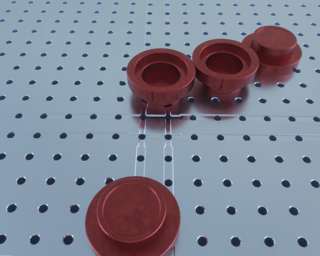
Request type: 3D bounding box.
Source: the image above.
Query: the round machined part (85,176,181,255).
[{"bbox_3d":[-0.028,0.091,0.320,0.099,0.042,0.098,0,50,0],"label":"round machined part"}]

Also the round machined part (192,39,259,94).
[{"bbox_3d":[0.097,-0.091,0.474,0.099,0.042,0.098,0,50,0],"label":"round machined part"}]

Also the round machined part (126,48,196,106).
[{"bbox_3d":[0.002,-0.071,0.456,0.099,0.042,0.098,0,50,0],"label":"round machined part"}]

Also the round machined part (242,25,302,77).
[{"bbox_3d":[0.184,-0.133,0.510,0.099,0.042,0.098,0,50,0],"label":"round machined part"}]
